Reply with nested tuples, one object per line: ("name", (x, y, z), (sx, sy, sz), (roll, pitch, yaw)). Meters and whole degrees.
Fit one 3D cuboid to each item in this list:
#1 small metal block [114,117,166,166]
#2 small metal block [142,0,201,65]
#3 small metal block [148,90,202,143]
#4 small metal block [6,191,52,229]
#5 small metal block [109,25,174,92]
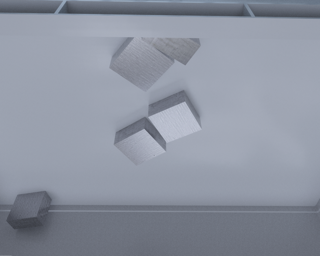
("small metal block", (-0.026, 0.019, 0.425), (0.050, 0.025, 0.050), (-27, 125, 21))
("small metal block", (0.011, -0.096, 0.311), (0.050, 0.050, 0.025), (26, 125, -20))
("small metal block", (0.019, -0.014, 0.397), (0.050, 0.025, 0.050), (-22, 127, 18))
("small metal block", (-0.211, 0.133, 0.504), (0.050, 0.050, 0.025), (-9, 130, 7))
("small metal block", (-0.020, -0.076, 0.344), (0.050, 0.025, 0.050), (32, 123, -25))
